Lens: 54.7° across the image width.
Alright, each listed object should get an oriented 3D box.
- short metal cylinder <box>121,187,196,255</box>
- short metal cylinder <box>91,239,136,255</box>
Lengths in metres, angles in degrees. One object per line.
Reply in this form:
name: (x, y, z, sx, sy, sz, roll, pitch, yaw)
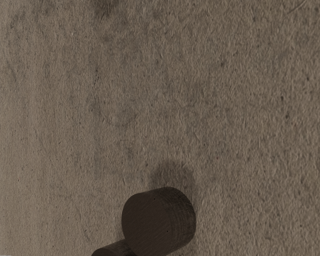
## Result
short metal cylinder: (-0.002, 0.117, 0.389, 0.080, 0.050, 0.079, 0, 90, 39)
short metal cylinder: (-0.054, 0.201, 0.431, 0.080, 0.050, 0.079, 0, 90, 39)
